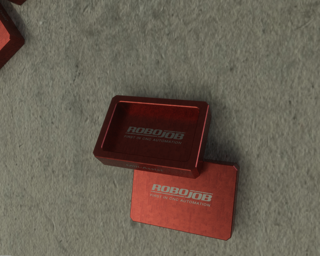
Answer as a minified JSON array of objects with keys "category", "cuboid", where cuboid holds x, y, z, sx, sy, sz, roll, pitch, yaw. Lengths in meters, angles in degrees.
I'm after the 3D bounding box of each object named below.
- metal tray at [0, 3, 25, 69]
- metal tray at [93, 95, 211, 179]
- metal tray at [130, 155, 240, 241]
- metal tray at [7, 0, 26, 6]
[{"category":"metal tray","cuboid":[-0.290,-0.162,0.506,0.090,0.030,0.130,-39,78,15]},{"category":"metal tray","cuboid":[-0.008,0.008,0.388,0.130,0.030,0.090,6,65,19]},{"category":"metal tray","cuboid":[0.030,0.082,0.395,0.130,0.030,0.089,6,92,19]},{"category":"metal tray","cuboid":[-0.202,-0.266,0.476,0.130,0.030,0.090,-32,80,16]}]
